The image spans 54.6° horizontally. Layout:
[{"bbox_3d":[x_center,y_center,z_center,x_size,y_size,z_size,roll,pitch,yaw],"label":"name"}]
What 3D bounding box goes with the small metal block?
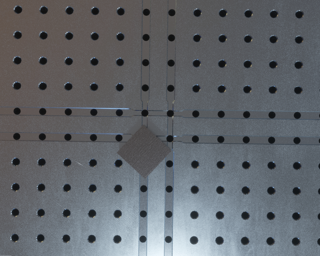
[{"bbox_3d":[-0.020,0.031,0.413,0.050,0.025,0.050,43,90,0],"label":"small metal block"}]
